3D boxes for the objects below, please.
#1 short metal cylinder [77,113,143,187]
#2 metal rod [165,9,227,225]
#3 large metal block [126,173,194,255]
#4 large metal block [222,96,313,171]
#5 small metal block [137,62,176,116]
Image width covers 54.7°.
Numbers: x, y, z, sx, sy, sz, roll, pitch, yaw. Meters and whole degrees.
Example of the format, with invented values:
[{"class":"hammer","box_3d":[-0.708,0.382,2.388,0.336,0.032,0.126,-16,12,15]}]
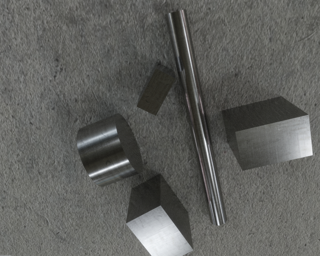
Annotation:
[{"class":"short metal cylinder","box_3d":[-0.061,0.028,0.390,0.050,0.080,0.080,-22,109,8]},{"class":"metal rod","box_3d":[0.053,0.001,0.410,0.025,0.025,0.298,-13,110,4]},{"class":"large metal block","box_3d":[0.000,0.123,0.426,0.050,0.080,0.080,-30,108,10]},{"class":"large metal block","box_3d":[0.128,0.004,0.383,0.080,0.080,0.050,-13,110,5]},{"class":"small metal block","box_3d":[-0.005,-0.049,0.378,0.025,0.050,0.050,26,108,-9]}]
